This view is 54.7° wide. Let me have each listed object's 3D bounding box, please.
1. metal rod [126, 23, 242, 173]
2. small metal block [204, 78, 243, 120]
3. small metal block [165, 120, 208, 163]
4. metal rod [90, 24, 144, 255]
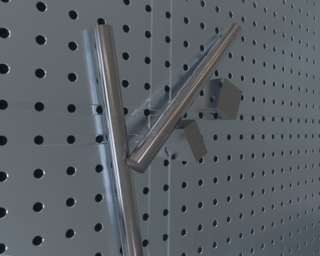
[{"bbox_3d":[0.048,-0.059,0.432,0.025,0.025,0.301,54,54,-26],"label":"metal rod"},{"bbox_3d":[0.102,-0.045,0.494,0.050,0.025,0.050,27,73,-37],"label":"small metal block"},{"bbox_3d":[0.030,0.017,0.418,0.025,0.050,0.050,-36,112,-34],"label":"small metal block"},{"bbox_3d":[-0.048,0.032,0.368,0.025,0.025,0.298,-12,98,-39],"label":"metal rod"}]
